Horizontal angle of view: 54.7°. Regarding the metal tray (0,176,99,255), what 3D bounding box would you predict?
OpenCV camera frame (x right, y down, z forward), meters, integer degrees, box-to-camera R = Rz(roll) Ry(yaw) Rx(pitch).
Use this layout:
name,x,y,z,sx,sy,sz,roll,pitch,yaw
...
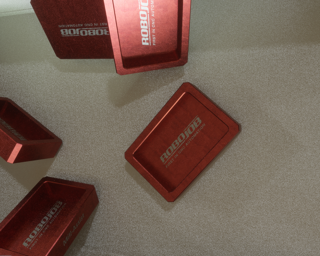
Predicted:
name,x,y,z,sx,sy,sz,roll,pitch,yaw
metal tray,-0.152,0.124,0.409,0.090,0.130,0.030,6,126,19

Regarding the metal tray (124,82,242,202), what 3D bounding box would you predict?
name,x,y,z,sx,sy,sz,roll,pitch,yaw
metal tray,0.027,0.018,0.397,0.090,0.030,0.130,44,103,14

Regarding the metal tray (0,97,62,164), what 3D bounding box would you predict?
name,x,y,z,sx,sy,sz,roll,pitch,yaw
metal tray,-0.220,-0.002,0.451,0.130,0.090,0.030,35,101,16

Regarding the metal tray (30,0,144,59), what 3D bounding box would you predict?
name,x,y,z,sx,sy,sz,roll,pitch,yaw
metal tray,-0.093,-0.138,0.410,0.130,0.090,0.030,4,46,19

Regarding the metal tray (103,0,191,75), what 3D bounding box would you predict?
name,x,y,z,sx,sy,sz,roll,pitch,yaw
metal tray,-0.014,-0.122,0.347,0.091,0.129,0.030,-10,54,-6
